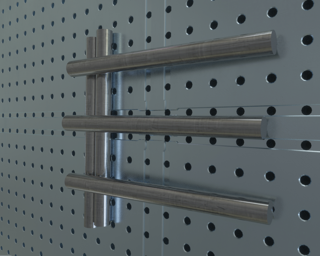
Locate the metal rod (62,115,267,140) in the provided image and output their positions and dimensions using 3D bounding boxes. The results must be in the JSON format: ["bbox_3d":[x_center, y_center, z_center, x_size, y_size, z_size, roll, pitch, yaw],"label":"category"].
[{"bbox_3d":[-0.018,-0.004,0.402,0.300,0.025,0.025,2,91,33],"label":"metal rod"}]

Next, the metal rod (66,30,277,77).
[{"bbox_3d":[-0.010,-0.089,0.396,0.300,0.025,0.025,1,91,33],"label":"metal rod"}]

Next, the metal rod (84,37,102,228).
[{"bbox_3d":[-0.107,0.007,0.494,0.025,0.025,0.298,1,91,39],"label":"metal rod"}]

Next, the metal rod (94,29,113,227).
[{"bbox_3d":[-0.088,0.000,0.478,0.025,0.025,0.298,1,91,39],"label":"metal rod"}]

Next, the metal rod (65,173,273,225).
[{"bbox_3d":[-0.013,0.084,0.399,0.300,0.025,0.025,1,91,33],"label":"metal rod"}]
